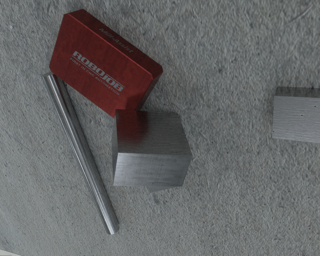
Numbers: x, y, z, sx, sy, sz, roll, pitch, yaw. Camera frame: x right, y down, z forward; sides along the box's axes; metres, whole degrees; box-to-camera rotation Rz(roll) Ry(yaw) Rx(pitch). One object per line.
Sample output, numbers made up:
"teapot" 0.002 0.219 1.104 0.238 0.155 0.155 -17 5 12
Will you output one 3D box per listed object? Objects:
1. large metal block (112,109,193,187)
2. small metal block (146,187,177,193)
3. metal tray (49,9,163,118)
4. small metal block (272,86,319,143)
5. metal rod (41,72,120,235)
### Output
"large metal block" -0.014 0.023 0.372 0.081 0.080 0.050 4 127 -14
"small metal block" -0.003 0.062 0.445 0.050 0.025 0.050 -20 108 35
"metal tray" -0.072 -0.075 0.393 0.130 0.030 0.089 37 129 3
"small metal block" 0.146 -0.014 0.321 0.050 0.025 0.050 6 121 24
"metal rod" -0.121 0.054 0.501 0.025 0.025 0.298 -1 118 28
